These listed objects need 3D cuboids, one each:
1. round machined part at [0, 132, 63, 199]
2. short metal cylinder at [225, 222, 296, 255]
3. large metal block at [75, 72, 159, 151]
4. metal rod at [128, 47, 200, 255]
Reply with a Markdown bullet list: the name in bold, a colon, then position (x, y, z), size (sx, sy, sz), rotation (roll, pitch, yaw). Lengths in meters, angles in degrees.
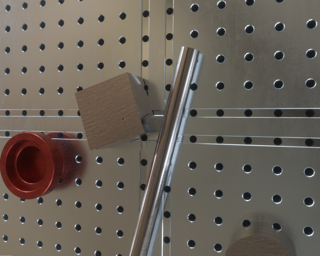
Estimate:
- **round machined part**: position (-0.187, 0.054, 0.468), size (0.098, 0.042, 0.097), rotation (0, 90, 19)
- **short metal cylinder**: position (0.117, 0.156, 0.358), size (0.080, 0.050, 0.079), rotation (0, 90, 19)
- **large metal block**: position (-0.058, -0.020, 0.419), size (0.080, 0.050, 0.080), rotation (-18, 84, 18)
- **metal rod**: position (0.002, 0.043, 0.410), size (0.025, 0.025, 0.298), rotation (16, 95, 19)
